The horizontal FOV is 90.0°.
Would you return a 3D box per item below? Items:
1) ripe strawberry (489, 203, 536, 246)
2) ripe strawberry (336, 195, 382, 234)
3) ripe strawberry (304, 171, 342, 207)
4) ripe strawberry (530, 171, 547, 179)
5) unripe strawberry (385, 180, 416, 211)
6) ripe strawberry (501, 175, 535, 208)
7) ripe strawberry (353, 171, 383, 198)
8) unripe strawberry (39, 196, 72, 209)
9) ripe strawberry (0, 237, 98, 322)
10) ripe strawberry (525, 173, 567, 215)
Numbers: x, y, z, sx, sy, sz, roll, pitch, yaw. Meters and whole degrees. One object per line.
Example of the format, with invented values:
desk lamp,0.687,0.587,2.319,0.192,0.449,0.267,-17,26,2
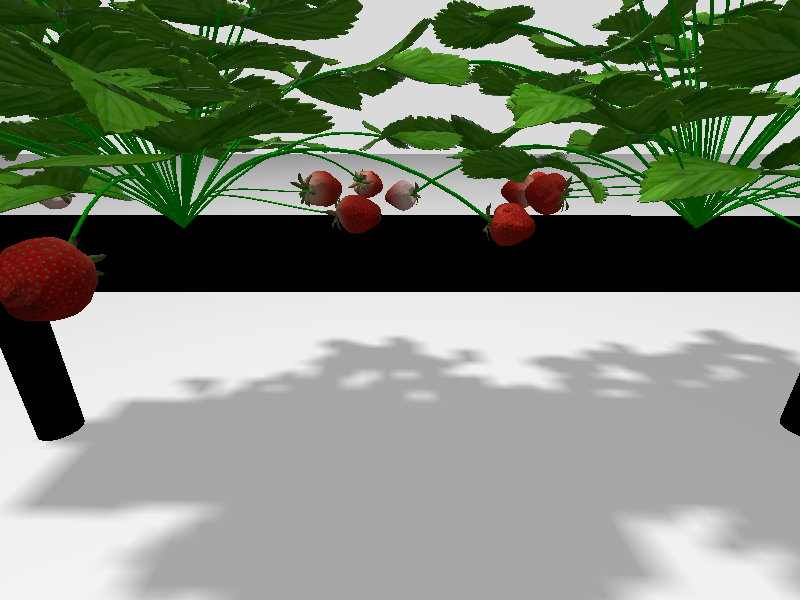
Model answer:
ripe strawberry,0.079,-0.052,0.280,0.031,0.031,0.034,9,23,12
ripe strawberry,-0.032,-0.069,0.321,0.035,0.030,0.035,4,22,9
ripe strawberry,-0.086,-0.126,0.451,0.046,0.039,0.046,18,27,38
ripe strawberry,0.186,-0.157,0.545,0.033,0.034,0.036,-7,22,-18
unripe strawberry,0.000,-0.114,0.438,0.034,0.033,0.031,2,21,21
ripe strawberry,0.135,-0.124,0.455,0.040,0.039,0.037,19,28,40
ripe strawberry,-0.040,-0.150,0.521,0.039,0.035,0.035,16,9,35
unripe strawberry,-0.395,-0.122,0.452,0.039,0.038,0.036,11,24,27
ripe strawberry,-0.146,-0.006,0.163,0.034,0.036,0.037,-5,31,-12
ripe strawberry,0.149,-0.109,0.410,0.039,0.041,0.036,13,25,30
